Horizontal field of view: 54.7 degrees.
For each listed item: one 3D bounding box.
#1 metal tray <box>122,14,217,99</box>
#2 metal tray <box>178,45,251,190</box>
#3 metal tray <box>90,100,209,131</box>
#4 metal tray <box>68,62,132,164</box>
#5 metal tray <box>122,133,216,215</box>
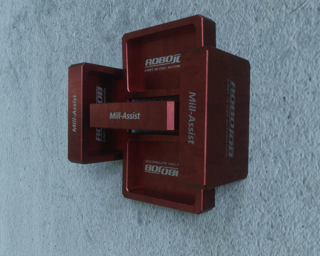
[{"bbox_3d":[0.008,-0.084,0.397,0.130,0.030,0.089,1,93,40],"label":"metal tray"},{"bbox_3d":[0.058,-0.009,0.316,0.030,0.091,0.129,2,91,40],"label":"metal tray"},{"bbox_3d":[-0.010,-0.015,0.374,0.130,0.091,0.030,2,93,40],"label":"metal tray"},{"bbox_3d":[-0.081,-0.019,0.431,0.030,0.091,0.129,2,92,40],"label":"metal tray"},{"bbox_3d":[0.007,0.052,0.399,0.130,0.030,0.089,1,90,40],"label":"metal tray"}]
